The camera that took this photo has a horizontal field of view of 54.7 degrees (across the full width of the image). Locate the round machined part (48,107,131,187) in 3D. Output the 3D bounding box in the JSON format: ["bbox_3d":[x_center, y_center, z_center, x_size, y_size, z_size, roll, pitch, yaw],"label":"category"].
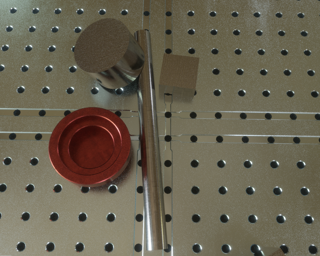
[{"bbox_3d":[-0.085,0.026,0.392,0.099,0.042,0.098,0,70,-1],"label":"round machined part"}]

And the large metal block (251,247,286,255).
[{"bbox_3d":[0.112,0.186,0.332,0.080,0.050,0.080,-28,73,-10],"label":"large metal block"}]

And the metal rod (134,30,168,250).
[{"bbox_3d":[-0.015,0.001,0.411,0.025,0.025,0.299,-4,70,-2],"label":"metal rod"}]

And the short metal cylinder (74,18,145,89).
[{"bbox_3d":[-0.068,-0.100,0.421,0.080,0.050,0.080,-6,71,18],"label":"short metal cylinder"}]

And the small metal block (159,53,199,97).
[{"bbox_3d":[0.027,-0.075,0.439,0.050,0.025,0.050,8,70,2],"label":"small metal block"}]
